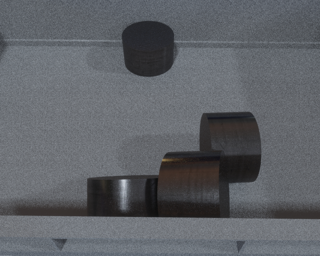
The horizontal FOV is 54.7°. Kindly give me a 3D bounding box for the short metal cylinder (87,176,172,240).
[{"bbox_3d":[-0.029,0.073,0.299,0.081,0.080,0.050,-1,84,-1],"label":"short metal cylinder"}]

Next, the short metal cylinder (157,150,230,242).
[{"bbox_3d":[0.034,0.061,0.284,0.050,0.080,0.080,-4,48,17],"label":"short metal cylinder"}]

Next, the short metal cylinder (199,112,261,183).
[{"bbox_3d":[0.076,0.022,0.351,0.050,0.080,0.080,-2,50,-2],"label":"short metal cylinder"}]

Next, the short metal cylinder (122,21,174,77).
[{"bbox_3d":[-0.018,-0.127,0.495,0.080,0.050,0.080,0,50,0],"label":"short metal cylinder"}]
